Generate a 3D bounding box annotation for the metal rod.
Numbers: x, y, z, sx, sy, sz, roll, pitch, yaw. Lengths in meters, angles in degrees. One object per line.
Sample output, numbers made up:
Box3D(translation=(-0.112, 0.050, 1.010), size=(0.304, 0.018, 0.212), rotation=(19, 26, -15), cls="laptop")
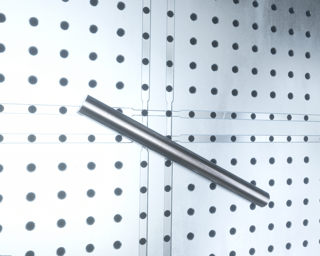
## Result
Box3D(translation=(0.031, 0.039, 0.423), size=(0.301, 0.025, 0.025), rotation=(29, 81, -18), cls="metal rod")
